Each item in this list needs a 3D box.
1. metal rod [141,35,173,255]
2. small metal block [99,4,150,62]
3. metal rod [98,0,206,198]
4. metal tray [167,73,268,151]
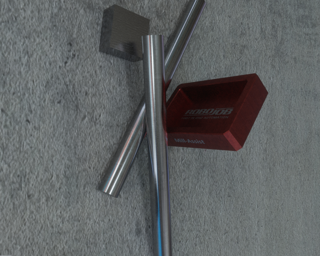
[{"bbox_3d":[-0.002,0.042,0.380,0.025,0.025,0.298,-13,106,-40],"label":"metal rod"},{"bbox_3d":[-0.042,-0.111,0.371,0.050,0.025,0.050,10,84,-40],"label":"small metal block"},{"bbox_3d":[-0.003,-0.054,0.404,0.025,0.025,0.300,37,67,-34],"label":"metal rod"},{"bbox_3d":[0.056,-0.019,0.385,0.030,0.130,0.090,48,62,-30],"label":"metal tray"}]
